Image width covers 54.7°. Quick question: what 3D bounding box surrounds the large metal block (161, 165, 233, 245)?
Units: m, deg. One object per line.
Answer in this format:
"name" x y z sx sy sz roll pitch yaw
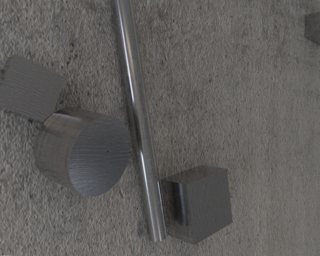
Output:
"large metal block" 0.053 0.103 0.433 0.081 0.050 0.079 -12 98 -39

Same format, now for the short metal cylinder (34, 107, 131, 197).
"short metal cylinder" -0.075 0.022 0.310 0.081 0.050 0.079 -26 122 -50

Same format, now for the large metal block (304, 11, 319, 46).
"large metal block" 0.380 -0.224 0.686 0.081 0.080 0.050 7 86 -40

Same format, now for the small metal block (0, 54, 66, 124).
"small metal block" -0.127 -0.035 0.298 0.050 0.025 0.050 25 74 -37

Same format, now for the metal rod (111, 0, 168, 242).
"metal rod" -0.024 -0.005 0.384 0.025 0.025 0.298 -14 99 -39
